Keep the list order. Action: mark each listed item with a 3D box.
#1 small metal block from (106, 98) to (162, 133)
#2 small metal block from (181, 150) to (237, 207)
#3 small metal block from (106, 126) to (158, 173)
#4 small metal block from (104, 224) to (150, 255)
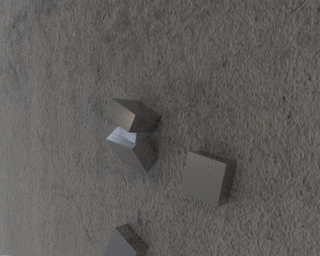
[{"bbox_3d":[-0.036,-0.017,0.418,0.050,0.050,0.025,35,112,34],"label":"small metal block"},{"bbox_3d":[0.056,0.057,0.359,0.050,0.025,0.050,17,101,38],"label":"small metal block"},{"bbox_3d":[-0.037,0.029,0.418,0.050,0.050,0.025,17,56,38],"label":"small metal block"},{"bbox_3d":[-0.049,0.176,0.446,0.050,0.025,0.050,36,112,34],"label":"small metal block"}]
